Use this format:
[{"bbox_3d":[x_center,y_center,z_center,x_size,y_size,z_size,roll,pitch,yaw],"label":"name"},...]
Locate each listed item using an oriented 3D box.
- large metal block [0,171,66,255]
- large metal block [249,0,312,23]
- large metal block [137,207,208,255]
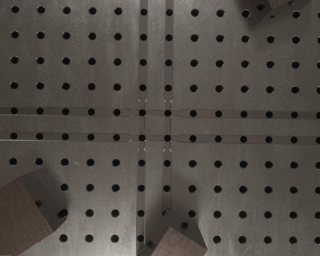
[{"bbox_3d":[-0.184,0.114,0.399,0.080,0.050,0.080,-33,90,0],"label":"large metal block"},{"bbox_3d":[0.158,-0.198,0.403,0.080,0.050,0.080,-24,90,-1],"label":"large metal block"},{"bbox_3d":[0.011,0.157,0.386,0.050,0.080,0.080,33,90,-1],"label":"large metal block"}]
